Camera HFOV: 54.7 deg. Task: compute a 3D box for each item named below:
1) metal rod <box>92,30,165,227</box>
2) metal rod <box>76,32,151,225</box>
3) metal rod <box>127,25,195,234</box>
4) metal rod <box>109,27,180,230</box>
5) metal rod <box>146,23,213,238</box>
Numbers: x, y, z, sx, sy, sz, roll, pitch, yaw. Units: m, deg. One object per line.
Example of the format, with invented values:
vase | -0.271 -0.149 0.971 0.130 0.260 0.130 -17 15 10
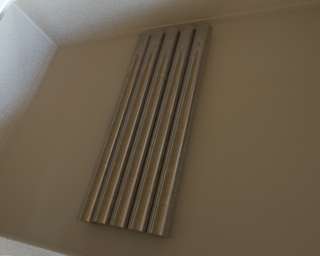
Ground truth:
metal rod | -0.035 -0.017 0.433 0.025 0.025 0.300 0 62 28
metal rod | -0.057 -0.016 0.444 0.025 0.025 0.300 0 62 28
metal rod | 0.010 -0.016 0.409 0.025 0.025 0.300 0 62 28
metal rod | -0.013 -0.016 0.421 0.025 0.025 0.300 0 62 28
metal rod | 0.032 -0.015 0.397 0.025 0.025 0.300 0 62 28
